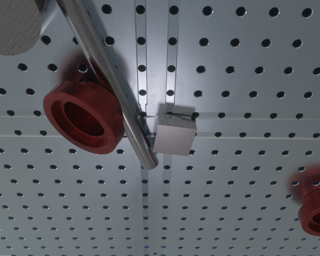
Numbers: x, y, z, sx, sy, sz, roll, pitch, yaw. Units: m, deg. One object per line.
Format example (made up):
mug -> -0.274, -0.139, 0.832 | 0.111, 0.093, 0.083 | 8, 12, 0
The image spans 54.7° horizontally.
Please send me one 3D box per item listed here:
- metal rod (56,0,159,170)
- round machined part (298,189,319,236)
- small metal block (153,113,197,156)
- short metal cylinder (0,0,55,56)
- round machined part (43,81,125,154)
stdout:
metal rod -> -0.059, -0.056, 0.363 | 0.025, 0.025, 0.299 | -14, 129, 11
round machined part -> 0.282, 0.138, 0.521 | 0.099, 0.042, 0.097 | 0, 130, 0
small metal block -> 0.019, 0.010, 0.420 | 0.050, 0.025, 0.050 | 7, 130, -6
short metal cylinder -> -0.147, -0.117, 0.294 | 0.081, 0.050, 0.079 | 0, 130, 0
round machined part -> -0.085, -0.017, 0.369 | 0.098, 0.042, 0.097 | 19, 142, 16
